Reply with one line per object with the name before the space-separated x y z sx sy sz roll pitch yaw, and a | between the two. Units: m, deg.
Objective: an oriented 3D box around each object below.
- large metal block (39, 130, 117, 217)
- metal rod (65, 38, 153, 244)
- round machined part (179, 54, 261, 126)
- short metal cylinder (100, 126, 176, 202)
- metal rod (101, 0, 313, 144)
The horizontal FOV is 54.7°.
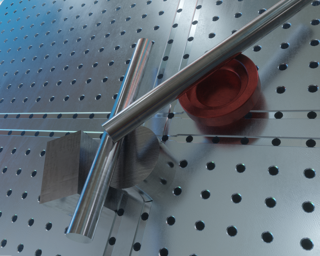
large metal block | -0.096 0.061 0.384 0.050 0.080 0.080 -18 55 17
metal rod | -0.049 -0.013 0.377 0.025 0.025 0.300 -8 47 24
round machined part | 0.075 -0.044 0.384 0.098 0.042 0.098 -13 56 20
short metal cylinder | -0.027 0.044 0.378 0.080 0.050 0.080 -13 56 20
metal rod | 0.064 -0.080 0.360 0.301 0.025 0.025 -36 50 -12
